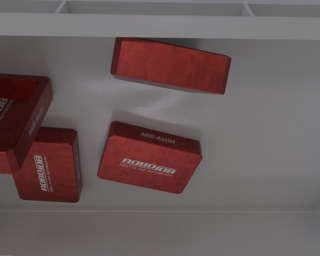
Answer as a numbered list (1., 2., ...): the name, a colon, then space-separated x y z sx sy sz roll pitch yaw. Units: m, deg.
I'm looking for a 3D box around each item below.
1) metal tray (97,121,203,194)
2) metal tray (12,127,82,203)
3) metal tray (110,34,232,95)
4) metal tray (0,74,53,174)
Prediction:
1. metal tray: -0.016 0.046 0.444 0.131 0.030 0.089 14 129 -12
2. metal tray: -0.165 0.057 0.452 0.091 0.030 0.129 4 130 -4
3. metal tray: 0.002 -0.056 0.296 0.091 0.130 0.030 9 96 -8
4. metal tray: -0.177 -0.011 0.329 0.091 0.130 0.030 3 130 -3
